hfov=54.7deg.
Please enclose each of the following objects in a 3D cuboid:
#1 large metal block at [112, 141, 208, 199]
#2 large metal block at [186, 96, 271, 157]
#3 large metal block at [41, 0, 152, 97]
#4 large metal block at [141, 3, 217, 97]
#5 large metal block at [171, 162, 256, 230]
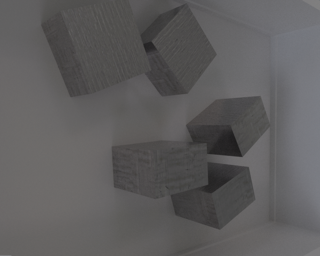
[{"bbox_3d":[-0.001,0.045,0.370,0.081,0.080,0.050,-5,94,-40],"label":"large metal block"},{"bbox_3d":[0.100,-0.004,0.454,0.080,0.080,0.050,-38,114,-33],"label":"large metal block"},{"bbox_3d":[-0.066,-0.086,0.334,0.081,0.050,0.080,-30,109,-36],"label":"large metal block"},{"bbox_3d":[0.018,-0.099,0.405,0.080,0.050,0.080,51,60,-28],"label":"large metal block"},{"bbox_3d":[0.071,0.089,0.431,0.081,0.080,0.050,-24,105,-38],"label":"large metal block"}]
